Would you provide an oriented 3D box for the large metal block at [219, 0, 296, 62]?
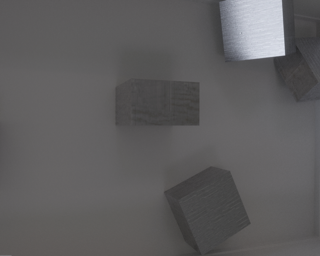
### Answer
[{"bbox_3d":[0.132,-0.135,0.416,0.050,0.080,0.079,-24,110,-49],"label":"large metal block"}]

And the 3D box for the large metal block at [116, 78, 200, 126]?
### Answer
[{"bbox_3d":[-0.006,-0.028,0.379,0.081,0.080,0.050,0,90,-20],"label":"large metal block"}]

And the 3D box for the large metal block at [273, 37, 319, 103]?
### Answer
[{"bbox_3d":[0.233,-0.089,0.465,0.081,0.050,0.080,-8,63,-19],"label":"large metal block"}]

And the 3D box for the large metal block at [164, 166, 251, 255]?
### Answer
[{"bbox_3d":[0.064,0.108,0.421,0.081,0.050,0.080,-25,99,-18],"label":"large metal block"}]
